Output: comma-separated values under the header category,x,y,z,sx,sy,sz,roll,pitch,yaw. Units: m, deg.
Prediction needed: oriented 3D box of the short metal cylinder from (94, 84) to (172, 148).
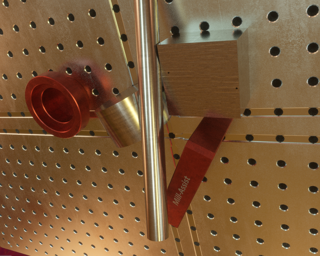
category,x,y,z,sx,sy,sz,roll,pitch,yaw
short metal cylinder,-0.033,-0.019,0.381,0.080,0.080,0.050,-19,108,35

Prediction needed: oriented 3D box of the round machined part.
category,x,y,z,sx,sy,sz,roll,pitch,yaw
round machined part,-0.143,-0.037,0.453,0.098,0.042,0.097,13,124,21

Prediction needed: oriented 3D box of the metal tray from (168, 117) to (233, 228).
category,x,y,z,sx,sy,sz,roll,pitch,yaw
metal tray,0.042,0.048,0.376,0.030,0.090,0.129,27,128,11

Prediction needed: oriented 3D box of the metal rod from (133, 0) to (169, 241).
category,x,y,z,sx,sy,sz,roll,pitch,yaw
metal rod,-0.010,-0.026,0.332,0.025,0.025,0.298,1,98,28

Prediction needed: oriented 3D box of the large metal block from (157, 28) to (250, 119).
category,x,y,z,sx,sy,sz,roll,pitch,yaw
large metal block,0.050,-0.059,0.333,0.080,0.050,0.079,4,120,26
